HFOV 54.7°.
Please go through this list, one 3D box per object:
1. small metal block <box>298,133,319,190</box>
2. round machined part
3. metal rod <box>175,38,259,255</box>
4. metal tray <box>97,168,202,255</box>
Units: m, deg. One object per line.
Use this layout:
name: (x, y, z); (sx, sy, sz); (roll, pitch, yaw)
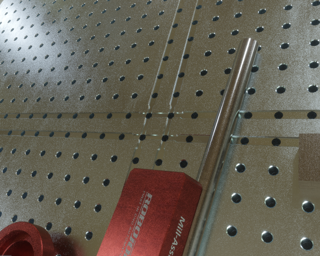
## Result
small metal block: (0.164, 0.033, 0.302); (0.050, 0.025, 0.050); (-1, 61, 27)
round machined part: (-0.169, 0.169, 0.380); (0.098, 0.042, 0.098); (-13, 56, 20)
metal rod: (0.068, 0.019, 0.360); (0.025, 0.025, 0.300); (8, 65, 31)
metal tray: (-0.016, 0.110, 0.328); (0.090, 0.030, 0.130); (-3, 58, 47)
